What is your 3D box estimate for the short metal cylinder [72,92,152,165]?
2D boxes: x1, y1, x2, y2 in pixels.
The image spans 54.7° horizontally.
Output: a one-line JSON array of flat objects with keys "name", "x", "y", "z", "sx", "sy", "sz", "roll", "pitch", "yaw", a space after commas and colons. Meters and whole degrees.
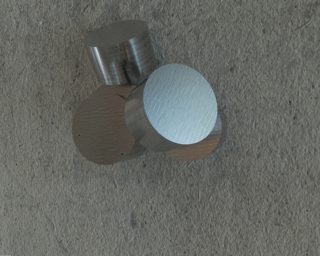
[{"name": "short metal cylinder", "x": -0.053, "y": 0.000, "z": 0.361, "sx": 0.080, "sy": 0.050, "sz": 0.079, "roll": 0, "pitch": 90, "yaw": 19}]

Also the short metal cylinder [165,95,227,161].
[{"name": "short metal cylinder", "x": 0.039, "y": -0.001, "z": 0.382, "sx": 0.080, "sy": 0.050, "sz": 0.079, "roll": 0, "pitch": 90, "yaw": 19}]

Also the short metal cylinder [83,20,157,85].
[{"name": "short metal cylinder", "x": -0.049, "y": -0.097, "z": 0.390, "sx": 0.080, "sy": 0.080, "sz": 0.050, "roll": 0, "pitch": 129, "yaw": 19}]

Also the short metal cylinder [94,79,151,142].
[{"name": "short metal cylinder", "x": -0.046, "y": -0.022, "z": 0.412, "sx": 0.080, "sy": 0.050, "sz": 0.079, "roll": 0, "pitch": 90, "yaw": 19}]

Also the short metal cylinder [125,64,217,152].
[{"name": "short metal cylinder", "x": 0.010, "y": -0.019, "z": 0.316, "sx": 0.050, "sy": 0.081, "sz": 0.080, "roll": -26, "pitch": 79, "yaw": 61}]
